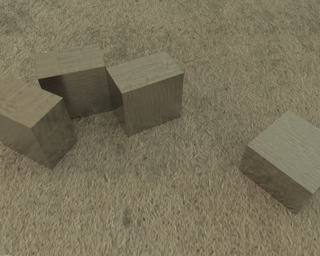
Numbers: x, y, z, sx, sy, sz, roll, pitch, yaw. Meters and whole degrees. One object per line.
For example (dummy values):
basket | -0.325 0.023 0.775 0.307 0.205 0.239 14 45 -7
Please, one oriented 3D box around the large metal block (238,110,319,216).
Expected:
large metal block | 0.152 0.037 0.357 0.080 0.050 0.080 -35 58 -26

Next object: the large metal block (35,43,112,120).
large metal block | -0.112 -0.059 0.416 0.081 0.080 0.050 -14 52 -11

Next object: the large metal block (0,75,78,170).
large metal block | -0.155 -0.006 0.371 0.080 0.080 0.050 22 54 17

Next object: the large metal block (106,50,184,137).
large metal block | -0.018 -0.044 0.404 0.081 0.080 0.050 -21 53 -17
